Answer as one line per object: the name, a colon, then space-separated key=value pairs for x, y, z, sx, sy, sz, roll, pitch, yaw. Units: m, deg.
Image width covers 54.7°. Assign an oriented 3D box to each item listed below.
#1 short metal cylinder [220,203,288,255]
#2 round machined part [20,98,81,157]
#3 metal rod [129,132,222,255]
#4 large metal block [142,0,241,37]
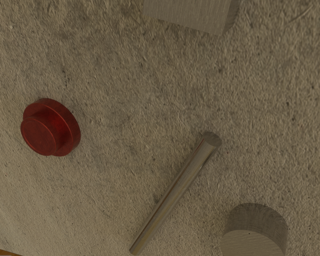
short metal cylinder: x=0.127 y=0.148 z=0.415 sx=0.080 sy=0.050 sz=0.079 roll=13 pitch=124 yaw=20
round machined part: x=-0.179 y=0.005 z=0.491 sx=0.098 sy=0.042 sz=0.097 roll=13 pitch=124 yaw=20
metal rod: x=0.010 y=0.117 z=0.472 sx=0.025 sy=0.025 sz=0.298 roll=33 pitch=129 yaw=6
large metal block: x=0.035 y=-0.140 z=0.285 sx=0.080 sy=0.050 sz=0.079 roll=21 pitch=126 yaw=15
